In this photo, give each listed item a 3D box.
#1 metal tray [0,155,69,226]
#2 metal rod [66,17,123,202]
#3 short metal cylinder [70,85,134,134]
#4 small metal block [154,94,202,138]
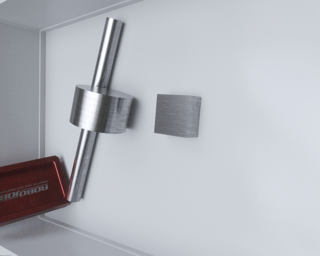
[{"bbox_3d":[-0.228,0.105,0.521,0.030,0.131,0.090,-48,60,52],"label":"metal tray"},{"bbox_3d":[-0.107,-0.021,0.491,0.025,0.025,0.298,25,106,37],"label":"metal rod"},{"bbox_3d":[-0.082,-0.028,0.436,0.080,0.081,0.050,22,104,37],"label":"short metal cylinder"},{"bbox_3d":[0.022,-0.016,0.387,0.050,0.025,0.050,8,95,39],"label":"small metal block"}]
